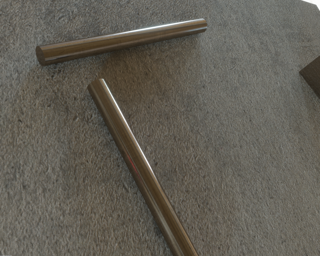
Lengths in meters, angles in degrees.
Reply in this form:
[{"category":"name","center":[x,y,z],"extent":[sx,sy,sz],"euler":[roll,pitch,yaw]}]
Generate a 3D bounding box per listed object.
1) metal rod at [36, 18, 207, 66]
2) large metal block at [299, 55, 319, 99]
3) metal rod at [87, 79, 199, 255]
[{"category":"metal rod","center":[-0.035,-0.136,0.469],"extent":[0.302,0.025,0.025],"euler":[-24,75,-37]},{"category":"large metal block","center":[0.349,-0.111,0.628],"extent":[0.050,0.080,0.080],"euler":[-21,73,-36]},{"category":"metal rod","center":[-0.010,0.071,0.356],"extent":[0.025,0.025,0.299],"euler":[-19,72,-35]}]
